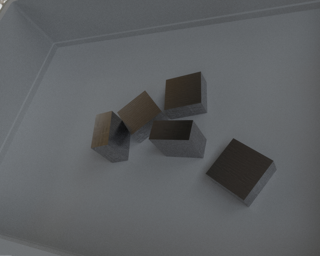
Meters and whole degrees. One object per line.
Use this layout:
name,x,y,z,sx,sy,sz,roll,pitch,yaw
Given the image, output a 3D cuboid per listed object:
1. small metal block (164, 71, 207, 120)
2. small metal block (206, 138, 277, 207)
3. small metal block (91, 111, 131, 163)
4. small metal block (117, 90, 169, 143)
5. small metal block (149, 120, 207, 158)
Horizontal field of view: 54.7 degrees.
small metal block,0.035,-0.043,0.414,0.050,0.025,0.050,-10,57,22
small metal block,0.087,0.047,0.331,0.050,0.025,0.050,33,80,38
small metal block,-0.064,0.013,0.416,0.025,0.050,0.050,-12,57,22
small metal block,-0.024,-0.016,0.428,0.050,0.025,0.050,-38,51,2
small metal block,0.022,0.014,0.370,0.050,0.050,0.025,0,62,28
